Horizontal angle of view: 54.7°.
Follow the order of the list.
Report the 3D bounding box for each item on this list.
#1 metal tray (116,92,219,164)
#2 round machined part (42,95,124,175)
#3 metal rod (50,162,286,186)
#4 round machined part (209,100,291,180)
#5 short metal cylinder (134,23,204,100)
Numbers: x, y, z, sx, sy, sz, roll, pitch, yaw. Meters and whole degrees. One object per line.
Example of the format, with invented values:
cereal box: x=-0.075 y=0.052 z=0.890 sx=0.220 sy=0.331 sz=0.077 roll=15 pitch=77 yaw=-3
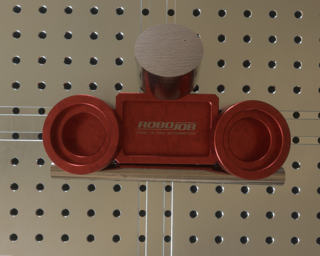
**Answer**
metal tray: x=0.009 y=0.000 z=0.406 sx=0.131 sy=0.030 sz=0.089 roll=1 pitch=91 yaw=-1
round machined part: x=-0.094 y=0.009 z=0.395 sx=0.099 sy=0.042 sz=0.097 roll=0 pitch=87 yaw=8
metal rod: x=0.011 y=0.059 z=0.409 sx=0.302 sy=0.025 sz=0.025 roll=2 pitch=90 yaw=0
round machined part: x=0.111 y=0.015 z=0.397 sx=0.099 sy=0.042 sz=0.097 roll=0 pitch=88 yaw=-8
short metal cylinder: x=0.010 y=-0.081 z=0.382 sx=0.081 sy=0.050 sz=0.080 roll=0 pitch=64 yaw=0
